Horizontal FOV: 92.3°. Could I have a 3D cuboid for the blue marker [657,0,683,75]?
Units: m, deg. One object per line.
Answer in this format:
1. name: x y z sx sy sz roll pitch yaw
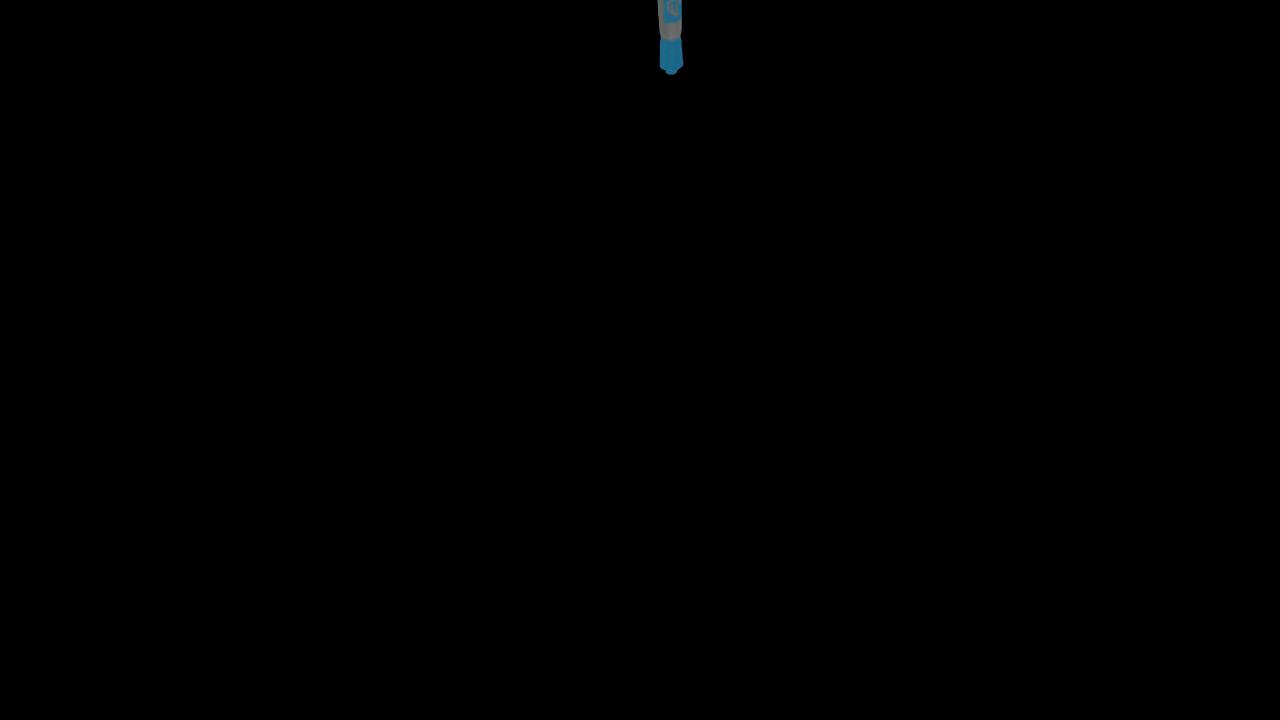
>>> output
1. blue marker: 0.021 -0.266 0.442 0.020 0.020 0.121 0 -37 5
